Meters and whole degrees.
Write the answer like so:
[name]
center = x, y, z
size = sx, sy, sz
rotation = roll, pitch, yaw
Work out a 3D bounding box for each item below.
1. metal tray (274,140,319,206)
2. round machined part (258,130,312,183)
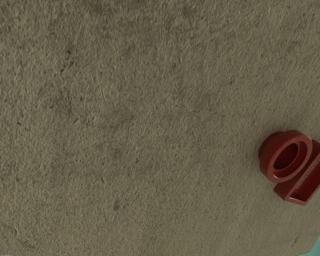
[metal tray]
center = 0.302, 0.094, 0.630
size = 0.091, 0.030, 0.129
rotation = 21, 107, -36
[round machined part]
center = 0.214, 0.045, 0.544
size = 0.099, 0.042, 0.097
rotation = -14, 125, -21
